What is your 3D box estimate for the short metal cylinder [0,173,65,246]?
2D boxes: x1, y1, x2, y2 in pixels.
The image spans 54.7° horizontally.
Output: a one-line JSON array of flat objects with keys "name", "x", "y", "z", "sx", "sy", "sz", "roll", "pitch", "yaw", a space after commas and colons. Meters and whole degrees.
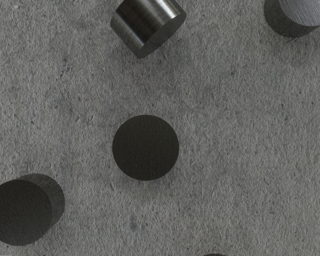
[{"name": "short metal cylinder", "x": -0.169, "y": 0.102, "z": 0.396, "sx": 0.081, "sy": 0.050, "sz": 0.080, "roll": 0, "pitch": 90, "yaw": 0}]

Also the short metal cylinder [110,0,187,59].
[{"name": "short metal cylinder", "x": -0.014, "y": -0.132, "z": 0.382, "sx": 0.080, "sy": 0.080, "sz": 0.050, "roll": -40, "pitch": 90, "yaw": 0}]

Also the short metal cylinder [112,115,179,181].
[{"name": "short metal cylinder", "x": -0.017, "y": 0.024, "z": 0.397, "sx": 0.081, "sy": 0.050, "sz": 0.080, "roll": 0, "pitch": 90, "yaw": 0}]

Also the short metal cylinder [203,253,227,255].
[{"name": "short metal cylinder", "x": 0.075, "y": 0.211, "z": 0.398, "sx": 0.081, "sy": 0.050, "sz": 0.080, "roll": 0, "pitch": 90, "yaw": 0}]

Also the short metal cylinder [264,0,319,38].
[{"name": "short metal cylinder", "x": 0.182, "y": -0.163, "z": 0.399, "sx": 0.081, "sy": 0.050, "sz": 0.080, "roll": 0, "pitch": 90, "yaw": 0}]
